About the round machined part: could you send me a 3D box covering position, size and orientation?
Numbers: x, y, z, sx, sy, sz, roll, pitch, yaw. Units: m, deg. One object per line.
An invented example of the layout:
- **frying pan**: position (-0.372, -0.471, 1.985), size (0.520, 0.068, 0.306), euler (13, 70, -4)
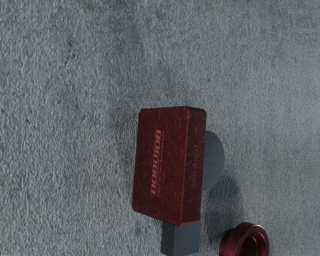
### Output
- **round machined part**: position (0.135, 0.204, 0.510), size (0.099, 0.042, 0.097), euler (0, 90, -40)

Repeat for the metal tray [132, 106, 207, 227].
- **metal tray**: position (0.009, 0.041, 0.371), size (0.030, 0.090, 0.129), euler (7, 86, -40)

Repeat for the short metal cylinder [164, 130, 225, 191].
- **short metal cylinder**: position (0.044, 0.043, 0.428), size (0.081, 0.050, 0.079), euler (0, 90, -40)

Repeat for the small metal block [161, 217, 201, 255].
- **small metal block**: position (0.030, 0.148, 0.432), size (0.050, 0.025, 0.050), euler (6, 86, -40)
